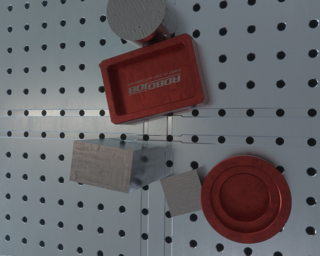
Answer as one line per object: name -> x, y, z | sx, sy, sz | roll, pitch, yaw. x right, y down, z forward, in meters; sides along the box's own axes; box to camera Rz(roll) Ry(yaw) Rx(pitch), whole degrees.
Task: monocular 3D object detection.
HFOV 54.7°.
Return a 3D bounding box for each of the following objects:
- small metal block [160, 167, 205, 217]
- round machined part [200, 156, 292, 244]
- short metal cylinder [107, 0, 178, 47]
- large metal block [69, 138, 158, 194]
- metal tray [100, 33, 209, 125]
small metal block -> 0.034, 0.082, 0.401 | 0.050, 0.025, 0.050 | -19, 84, 19
round machined part -> 0.099, 0.080, 0.365 | 0.098, 0.042, 0.097 | 0, 88, 14
short metal cylinder -> -0.022, -0.148, 0.407 | 0.080, 0.050, 0.079 | 0, 90, 20
large metal block -> -0.057, 0.045, 0.403 | 0.080, 0.080, 0.050 | 8, 93, 20
metal tray -> -0.009, -0.061, 0.413 | 0.130, 0.030, 0.090 | -13, 86, 19
